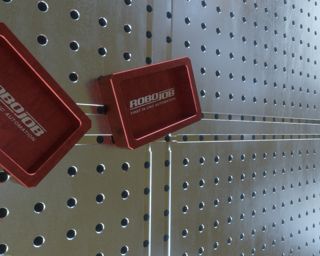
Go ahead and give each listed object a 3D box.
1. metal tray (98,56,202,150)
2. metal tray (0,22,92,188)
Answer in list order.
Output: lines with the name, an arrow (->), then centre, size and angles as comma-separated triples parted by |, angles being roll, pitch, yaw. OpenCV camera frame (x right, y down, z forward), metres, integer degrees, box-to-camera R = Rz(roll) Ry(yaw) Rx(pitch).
metal tray -> -0.006, -0.035, 0.399 | 0.131, 0.030, 0.090 | -22, 104, -38
metal tray -> -0.138, -0.019, 0.289 | 0.090, 0.030, 0.130 | -52, 120, -27
